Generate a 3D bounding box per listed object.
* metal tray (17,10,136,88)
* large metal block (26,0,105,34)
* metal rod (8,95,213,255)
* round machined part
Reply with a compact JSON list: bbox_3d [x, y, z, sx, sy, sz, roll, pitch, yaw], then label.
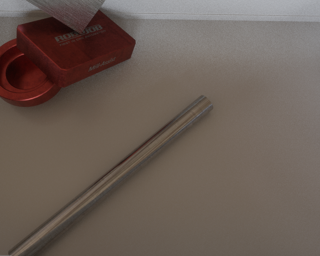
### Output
[{"bbox_3d":[-0.108,-0.114,0.416,0.090,0.030,0.131,42,47,12],"label":"metal tray"},{"bbox_3d":[-0.109,-0.178,0.378,0.080,0.080,0.050,28,43,-29],"label":"large metal block"},{"bbox_3d":[-0.050,0.057,0.388,0.301,0.025,0.025,-39,75,-13],"label":"metal rod"},{"bbox_3d":[-0.178,-0.073,0.425,0.099,0.042,0.098,0,70,-1],"label":"round machined part"}]
